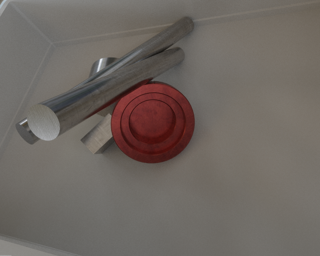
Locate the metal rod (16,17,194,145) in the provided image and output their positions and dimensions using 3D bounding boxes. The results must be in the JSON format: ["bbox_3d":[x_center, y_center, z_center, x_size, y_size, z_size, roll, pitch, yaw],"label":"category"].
[{"bbox_3d":[-0.044,-0.077,0.390,0.025,0.025,0.302,15,43,34],"label":"metal rod"}]

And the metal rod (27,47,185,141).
[{"bbox_3d":[-0.025,-0.056,0.330,0.025,0.025,0.301,-9,17,23],"label":"metal rod"}]

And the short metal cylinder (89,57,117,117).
[{"bbox_3d":[-0.062,-0.053,0.434,0.080,0.080,0.050,-6,59,25],"label":"short metal cylinder"}]

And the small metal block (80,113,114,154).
[{"bbox_3d":[-0.074,0.009,0.418,0.050,0.050,0.025,-44,86,-2],"label":"small metal block"}]

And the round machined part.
[{"bbox_3d":[-0.010,-0.010,0.381,0.098,0.098,0.042,-36,17,4],"label":"round machined part"}]
